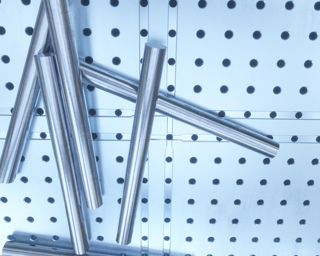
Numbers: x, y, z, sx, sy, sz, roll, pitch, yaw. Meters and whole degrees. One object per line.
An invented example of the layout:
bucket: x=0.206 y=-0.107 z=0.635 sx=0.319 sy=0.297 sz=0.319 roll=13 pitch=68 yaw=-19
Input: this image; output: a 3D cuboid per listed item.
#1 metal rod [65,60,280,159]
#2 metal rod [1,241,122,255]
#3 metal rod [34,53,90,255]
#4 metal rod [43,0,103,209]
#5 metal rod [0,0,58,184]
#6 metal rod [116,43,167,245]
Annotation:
metal rod: x=0.018 y=-0.025 z=0.404 sx=0.301 sy=0.025 sz=0.025 roll=22 pitch=109 yaw=-8
metal rod: x=-0.091 y=0.212 z=0.490 sx=0.302 sy=0.025 sz=0.025 roll=9 pitch=110 yaw=-4
metal rod: x=-0.127 y=0.051 z=0.420 sx=0.025 sy=0.025 sz=0.298 roll=-2 pitch=114 yaw=1
metal rod: x=-0.103 y=-0.021 z=0.383 sx=0.025 sy=0.025 sz=0.298 roll=-3 pitch=118 yaw=1
metal rod: x=-0.161 y=-0.059 z=0.390 sx=0.025 sy=0.025 sz=0.298 roll=21 pitch=109 yaw=-8
metal rod: x=-0.030 y=0.040 z=0.409 sx=0.025 sy=0.025 sz=0.298 roll=9 pitch=117 yaw=-4
